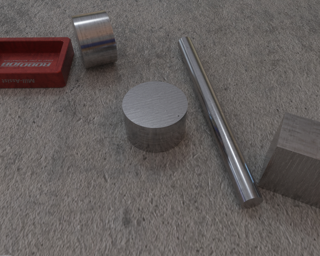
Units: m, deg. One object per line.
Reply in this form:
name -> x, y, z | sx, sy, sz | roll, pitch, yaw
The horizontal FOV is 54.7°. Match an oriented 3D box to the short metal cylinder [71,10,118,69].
short metal cylinder -> -0.102, -0.138, 0.482 | 0.050, 0.080, 0.080 | -16, 52, -13

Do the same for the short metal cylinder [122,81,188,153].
short metal cylinder -> -0.006, -0.015, 0.399 | 0.081, 0.050, 0.080 | 0, 50, 0

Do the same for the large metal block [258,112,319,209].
large metal block -> 0.161, 0.038, 0.337 | 0.080, 0.080, 0.050 | 19, 53, 15

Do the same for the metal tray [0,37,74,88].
metal tray -> -0.209, -0.104, 0.485 | 0.131, 0.030, 0.090 | -1, 50, -1

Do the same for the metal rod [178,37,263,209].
metal rod -> 0.071, -0.031, 0.429 | 0.025, 0.025, 0.300 | -9, 51, -7
